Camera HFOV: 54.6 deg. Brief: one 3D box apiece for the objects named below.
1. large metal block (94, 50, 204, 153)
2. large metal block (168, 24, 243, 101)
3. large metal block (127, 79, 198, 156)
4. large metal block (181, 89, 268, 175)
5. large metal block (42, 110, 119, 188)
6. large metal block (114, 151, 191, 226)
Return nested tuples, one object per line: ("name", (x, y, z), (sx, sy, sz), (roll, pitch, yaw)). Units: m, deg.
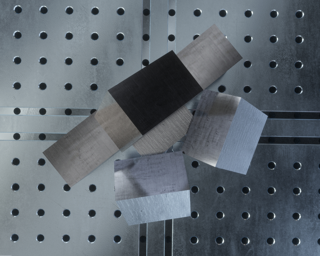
("large metal block", (-0.015, -0.025, 0.323), (0.080, 0.080, 0.050), (-37, 90, -25))
("large metal block", (0.046, -0.073, 0.386), (0.080, 0.080, 0.050), (-39, 91, 0))
("large metal block", (-0.008, -0.011, 0.402), (0.080, 0.050, 0.080), (-39, 90, 0))
("large metal block", (0.080, 0.007, 0.379), (0.050, 0.080, 0.080), (21, 90, 41))
("large metal block", (-0.083, 0.022, 0.384), (0.080, 0.080, 0.050), (-38, 90, 0))
("large metal block", (-0.007, 0.076, 0.379), (0.080, 0.080, 0.050), (-9, 54, 0))
